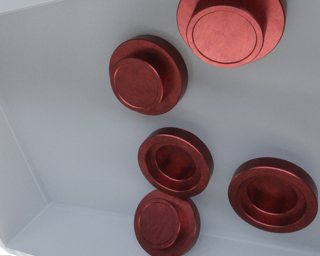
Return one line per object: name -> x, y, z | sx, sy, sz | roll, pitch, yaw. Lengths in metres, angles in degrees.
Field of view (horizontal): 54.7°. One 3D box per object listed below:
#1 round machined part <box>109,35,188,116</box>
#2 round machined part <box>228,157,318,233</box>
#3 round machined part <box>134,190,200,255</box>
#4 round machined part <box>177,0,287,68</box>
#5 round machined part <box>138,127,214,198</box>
round machined part -> -0.020, -0.058, 0.371 | 0.098, 0.042, 0.097 | 13, 124, 20
round machined part -> 0.135, 0.075, 0.373 | 0.098, 0.042, 0.097 | 13, 124, 20
round machined part -> 0.004, 0.136, 0.443 | 0.098, 0.042, 0.098 | -7, 72, 24
round machined part -> 0.062, -0.094, 0.284 | 0.098, 0.042, 0.098 | 14, 147, 10
round machined part -> 0.024, 0.041, 0.409 | 0.098, 0.042, 0.097 | 13, 124, 20
